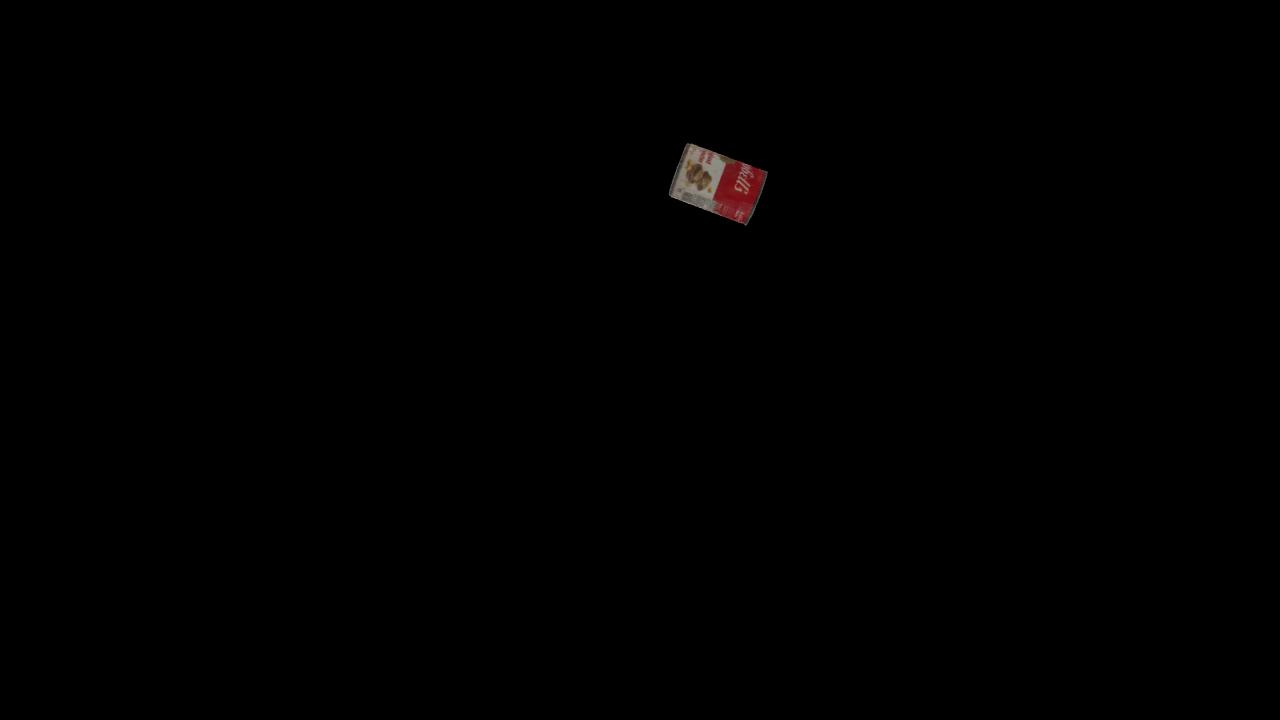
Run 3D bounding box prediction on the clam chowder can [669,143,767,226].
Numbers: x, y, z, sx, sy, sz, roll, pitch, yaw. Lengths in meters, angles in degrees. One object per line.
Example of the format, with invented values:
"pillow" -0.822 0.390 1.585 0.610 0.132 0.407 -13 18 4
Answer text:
"clam chowder can" 0.093 -0.211 0.739 0.102 0.068 0.068 20 0 0
